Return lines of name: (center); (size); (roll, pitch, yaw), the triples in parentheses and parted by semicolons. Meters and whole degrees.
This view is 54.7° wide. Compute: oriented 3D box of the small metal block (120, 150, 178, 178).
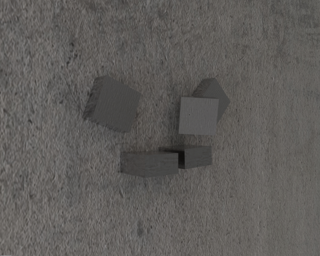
small metal block: (-0.013, 0.043, 0.377); (0.050, 0.050, 0.025); (0, 90, -40)

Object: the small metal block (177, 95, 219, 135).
small metal block: (0.051, -0.018, 0.425); (0.050, 0.025, 0.050); (3, 101, -4)

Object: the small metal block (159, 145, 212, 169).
small metal block: (0.034, 0.038, 0.416); (0.050, 0.050, 0.025); (-3, 92, -40)

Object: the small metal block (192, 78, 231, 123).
small metal block: (0.074, -0.039, 0.466); (0.050, 0.025, 0.050); (50, 60, -28)

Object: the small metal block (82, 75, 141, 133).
small metal block: (-0.055, -0.026, 0.358); (0.050, 0.025, 0.050); (25, 74, -37)
